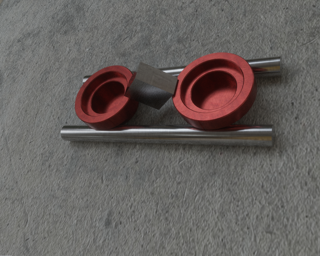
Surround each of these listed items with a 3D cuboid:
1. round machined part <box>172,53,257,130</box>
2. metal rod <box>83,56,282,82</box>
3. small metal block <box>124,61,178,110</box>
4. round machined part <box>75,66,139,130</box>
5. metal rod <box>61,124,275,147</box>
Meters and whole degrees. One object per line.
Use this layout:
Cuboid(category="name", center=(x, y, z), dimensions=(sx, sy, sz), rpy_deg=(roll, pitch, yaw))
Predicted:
Cuboid(category="round machined part", center=(0.068, -0.040, 0.377), dimensions=(0.098, 0.042, 0.098), rpy_deg=(-13, 56, 21))
Cuboid(category="metal rod", center=(0.013, -0.075, 0.443), dimensions=(0.300, 0.025, 0.025), rpy_deg=(0, 62, 28))
Cuboid(category="small metal block", center=(-0.012, -0.052, 0.394), dimensions=(0.050, 0.050, 0.025), rpy_deg=(138, 150, -61))
Cuboid(category="round machined part", center=(-0.070, -0.039, 0.450), dimensions=(0.098, 0.042, 0.098), rpy_deg=(-13, 56, 21))
Cuboid(category="metal rod", center=(-0.010, 0.008, 0.405), dimensions=(0.300, 0.025, 0.025), rpy_deg=(0, 62, 28))
